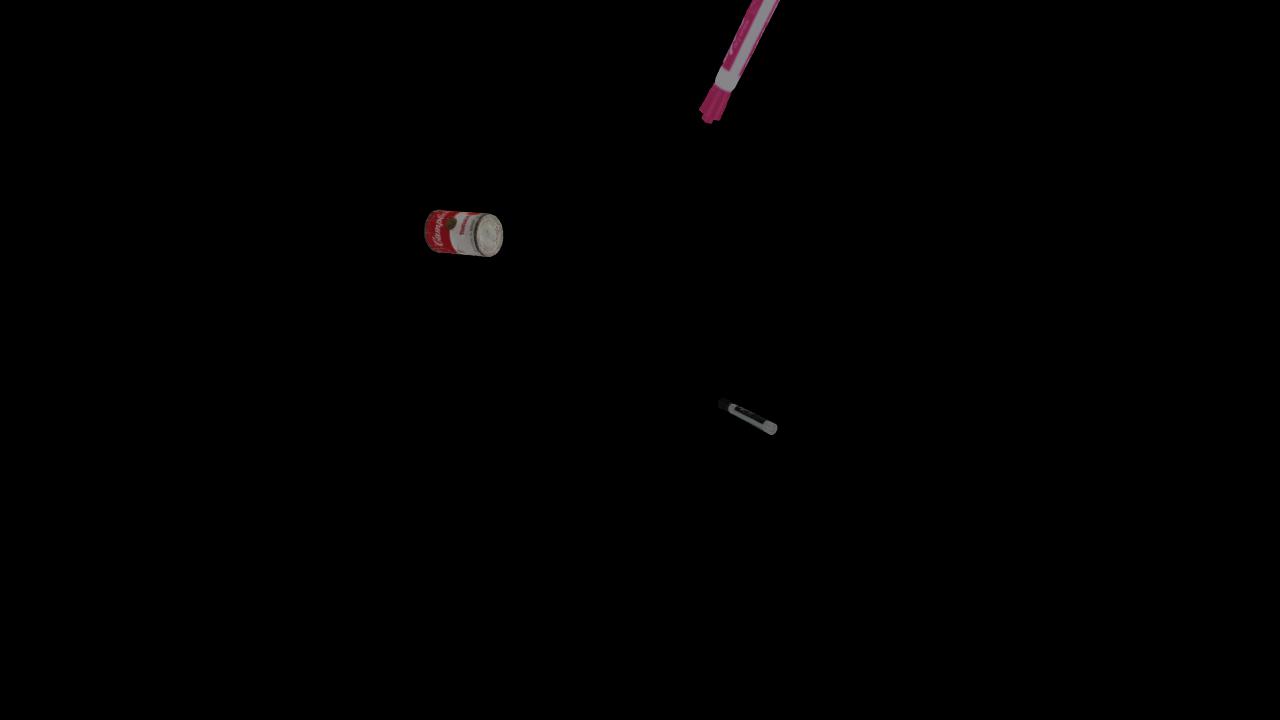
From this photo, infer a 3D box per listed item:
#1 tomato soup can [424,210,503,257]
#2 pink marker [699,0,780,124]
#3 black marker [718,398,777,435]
[{"bbox_3d":[-0.273,-0.196,0.957,0.101,0.068,0.068,10,4,23],"label":"tomato soup can"},{"bbox_3d":[0.077,-0.234,0.457,0.020,0.121,0.020,18,37,-15],"label":"pink marker"},{"bbox_3d":[0.167,0.087,0.975,0.020,0.020,0.121,0,17,-37],"label":"black marker"}]
